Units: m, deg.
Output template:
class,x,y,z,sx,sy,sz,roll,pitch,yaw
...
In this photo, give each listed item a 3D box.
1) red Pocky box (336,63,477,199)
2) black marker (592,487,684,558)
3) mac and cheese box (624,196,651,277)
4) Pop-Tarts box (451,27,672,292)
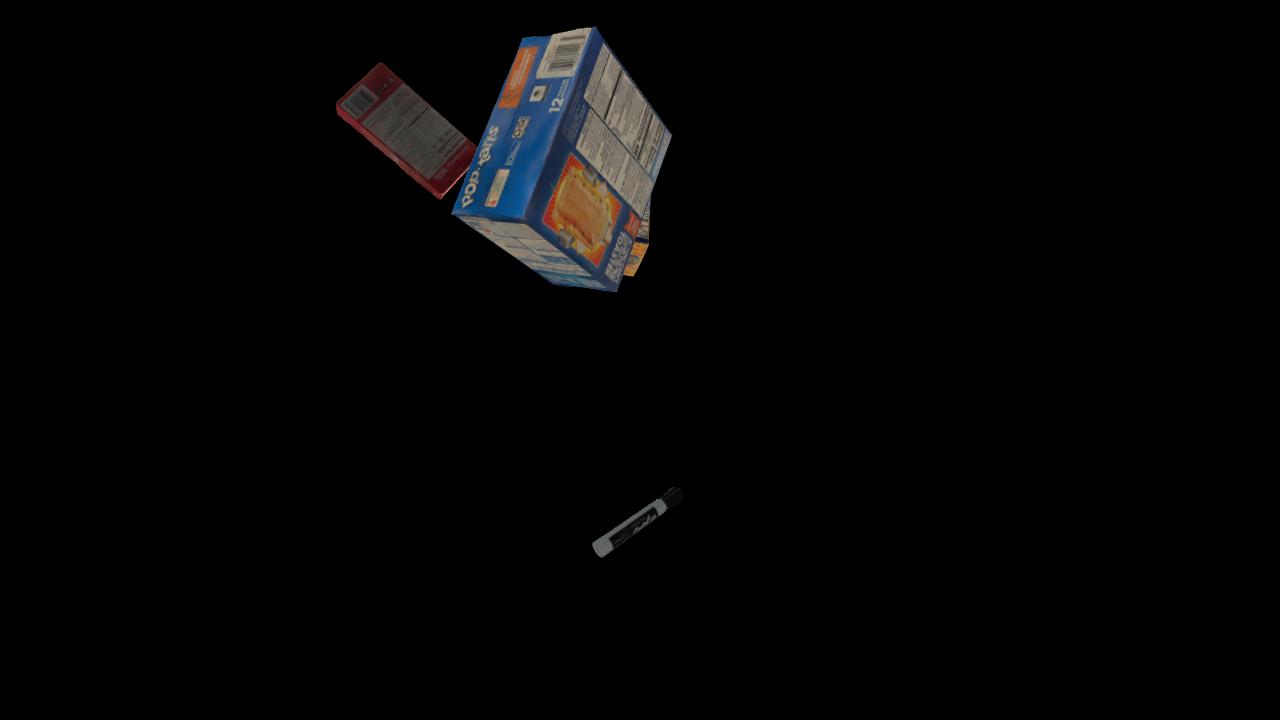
class,x,y,z,sx,sy,sz,roll,pitch,yaw
red Pocky box,-0.283,-0.280,0.759,0.155,0.083,0.028,41,-20,-15
black marker,0.001,0.178,0.685,0.121,0.020,0.020,-29,14,-27
mac and cheese box,-0.011,-0.239,1.007,0.041,0.184,0.093,10,-28,-14
Pop-Tarts box,-0.060,-0.164,0.534,0.083,0.167,0.141,13,-10,33
